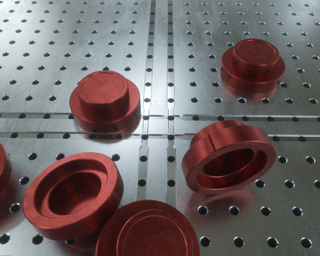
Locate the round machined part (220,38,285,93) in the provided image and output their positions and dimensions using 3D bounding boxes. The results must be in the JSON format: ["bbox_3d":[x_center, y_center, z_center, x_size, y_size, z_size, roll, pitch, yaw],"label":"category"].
[{"bbox_3d":[0.146,-0.103,0.484,0.099,0.042,0.098,0,50,0],"label":"round machined part"}]

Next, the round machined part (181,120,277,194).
[{"bbox_3d":[0.070,0.029,0.336,0.099,0.098,0.042,-10,51,-8],"label":"round machined part"}]

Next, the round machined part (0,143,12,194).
[{"bbox_3d":[-0.218,0.057,0.348,0.099,0.042,0.098,0,50,0],"label":"round machined part"}]

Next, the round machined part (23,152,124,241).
[{"bbox_3d":[-0.085,0.074,0.323,0.098,0.042,0.098,-10,37,8],"label":"round machined part"}]

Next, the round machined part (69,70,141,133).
[{"bbox_3d":[-0.077,-0.043,0.433,0.099,0.042,0.098,0,50,0],"label":"round machined part"}]

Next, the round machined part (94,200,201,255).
[{"bbox_3d":[-0.009,0.113,0.284,0.099,0.042,0.098,8,59,-13],"label":"round machined part"}]
